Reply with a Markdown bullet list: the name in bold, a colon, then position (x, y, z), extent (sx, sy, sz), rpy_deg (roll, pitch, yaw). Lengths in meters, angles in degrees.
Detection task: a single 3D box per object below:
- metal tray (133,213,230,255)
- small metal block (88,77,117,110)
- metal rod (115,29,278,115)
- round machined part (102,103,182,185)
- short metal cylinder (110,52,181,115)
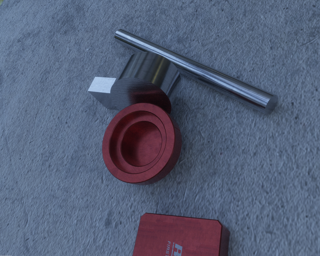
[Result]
- **metal tray**: position (0.014, 0.154, 0.299), extent (0.090, 0.030, 0.130), rpy_deg (-2, 61, 27)
- **small metal block**: position (-0.067, -0.049, 0.453), extent (0.050, 0.050, 0.025), rpy_deg (9, 67, 32)
- **metal rod**: position (0.029, -0.093, 0.445), extent (0.300, 0.025, 0.025), rpy_deg (34, 81, 38)
- **round machined part**: position (-0.018, 0.021, 0.381), extent (0.098, 0.042, 0.098), rpy_deg (-8, 71, 24)
- **short metal cylinder**: position (-0.018, -0.051, 0.404), extent (0.080, 0.080, 0.050), rpy_deg (-2, 48, 27)
